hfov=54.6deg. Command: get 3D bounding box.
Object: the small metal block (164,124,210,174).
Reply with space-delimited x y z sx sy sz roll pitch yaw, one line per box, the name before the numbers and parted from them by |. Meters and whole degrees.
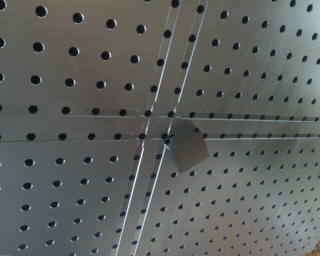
small metal block | 0.040 0.031 0.451 0.050 0.025 0.050 -30 129 -9
